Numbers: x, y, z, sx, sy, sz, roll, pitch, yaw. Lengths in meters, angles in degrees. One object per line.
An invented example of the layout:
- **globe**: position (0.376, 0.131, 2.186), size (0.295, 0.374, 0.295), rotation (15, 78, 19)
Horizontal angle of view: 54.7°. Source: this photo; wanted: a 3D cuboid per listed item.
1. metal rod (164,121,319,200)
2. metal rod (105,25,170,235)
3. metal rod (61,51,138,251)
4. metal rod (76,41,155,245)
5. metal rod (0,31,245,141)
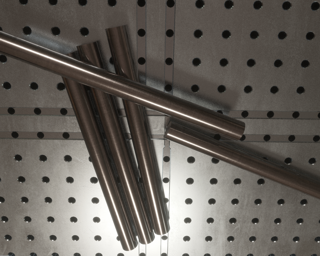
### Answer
- **metal rod**: position (0.149, 0.058, 0.436), size (0.302, 0.025, 0.025), rotation (22, 109, -9)
- **metal rod**: position (-0.025, 0.017, 0.419), size (0.025, 0.025, 0.298), rotation (-10, 110, 3)
- **metal rod**: position (-0.081, 0.045, 0.429), size (0.025, 0.025, 0.298), rotation (-13, 110, 4)
- **metal rod**: position (-0.054, 0.034, 0.425), size (0.025, 0.025, 0.298), rotation (-13, 110, 4)
- **metal rod**: position (-0.040, -0.046, 0.367), size (0.302, 0.025, 0.025), rotation (20, 109, -8)
